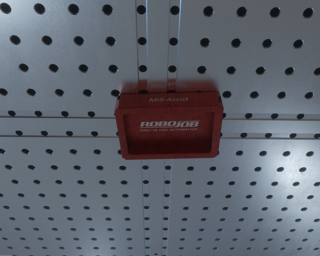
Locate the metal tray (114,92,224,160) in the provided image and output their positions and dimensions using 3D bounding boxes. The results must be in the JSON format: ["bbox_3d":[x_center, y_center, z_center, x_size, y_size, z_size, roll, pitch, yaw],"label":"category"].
[{"bbox_3d":[0.012,-0.001,0.407,0.131,0.030,0.090,-1,130,1],"label":"metal tray"}]
